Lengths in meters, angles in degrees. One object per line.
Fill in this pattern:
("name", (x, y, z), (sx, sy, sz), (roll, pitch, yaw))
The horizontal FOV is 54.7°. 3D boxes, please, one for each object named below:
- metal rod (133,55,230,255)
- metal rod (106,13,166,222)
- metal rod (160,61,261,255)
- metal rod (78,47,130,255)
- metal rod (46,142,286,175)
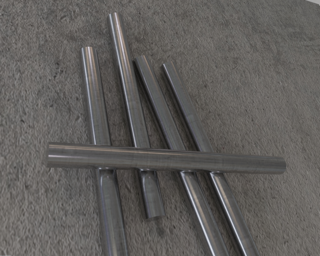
("metal rod", (0.023, 0.034, 0.395), (0.025, 0.025, 0.299), (-8, 66, -32))
("metal rod", (-0.037, -0.032, 0.403), (0.025, 0.025, 0.299), (1, 61, -28))
("metal rod", (0.062, 0.038, 0.413), (0.025, 0.025, 0.299), (-8, 66, -32))
("metal rod", (-0.064, 0.032, 0.349), (0.025, 0.025, 0.299), (1, 61, -28))
("metal rod", (0.028, 0.039, 0.361), (0.302, 0.025, 0.025), (6, 59, -25))
